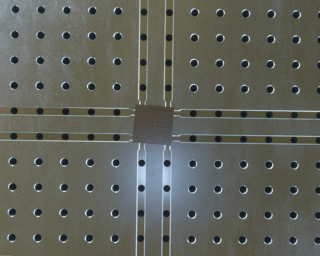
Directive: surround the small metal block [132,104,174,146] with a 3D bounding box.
[{"bbox_3d":[-0.009,-0.004,0.413,0.050,0.025,0.050,5,90,-1],"label":"small metal block"}]
